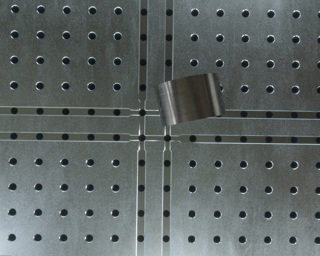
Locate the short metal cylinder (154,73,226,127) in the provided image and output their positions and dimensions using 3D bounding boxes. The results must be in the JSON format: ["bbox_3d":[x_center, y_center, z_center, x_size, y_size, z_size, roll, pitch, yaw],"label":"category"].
[{"bbox_3d":[0.037,-0.034,0.386,0.080,0.080,0.050,-11,90,0],"label":"short metal cylinder"}]
